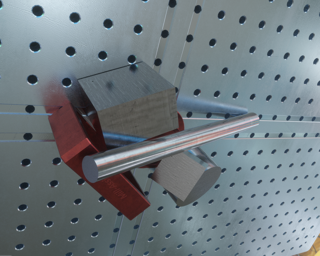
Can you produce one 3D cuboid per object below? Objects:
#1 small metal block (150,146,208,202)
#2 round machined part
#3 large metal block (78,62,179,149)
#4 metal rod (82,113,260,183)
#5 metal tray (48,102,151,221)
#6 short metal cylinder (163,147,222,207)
[{"bbox_3d":[0.024,0.054,0.387,0.050,0.050,0.025,-58,170,11],"label":"small metal block"},{"bbox_3d":[-0.010,0.014,0.408,0.099,0.042,0.097,-14,125,-21],"label":"round machined part"},{"bbox_3d":[-0.035,-0.027,0.339,0.081,0.080,0.050,-20,126,-17],"label":"large metal block"},{"bbox_3d":[0.042,0.012,0.382,0.302,0.025,0.025,-13,127,-45],"label":"metal rod"},{"bbox_3d":[-0.068,0.040,0.357,0.030,0.090,0.130,-38,130,-3],"label":"metal tray"},{"bbox_3d":[0.041,0.067,0.445,0.081,0.050,0.080,-29,147,-21],"label":"short metal cylinder"}]
